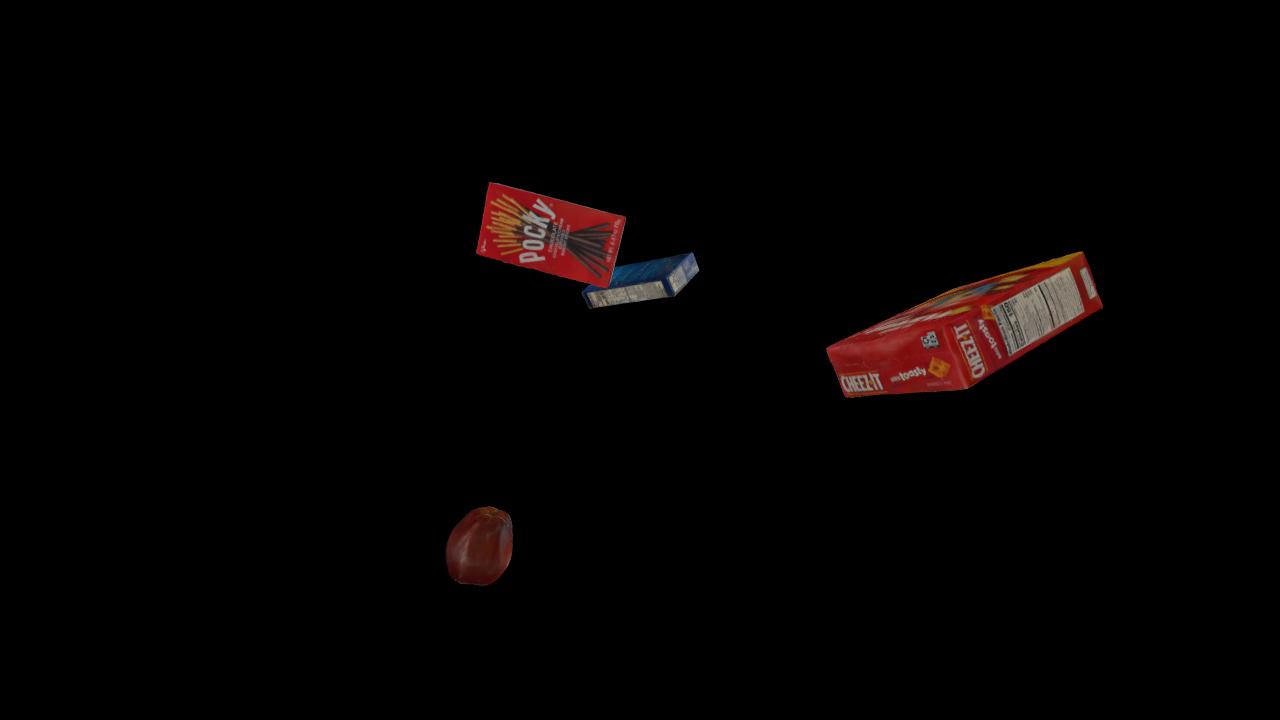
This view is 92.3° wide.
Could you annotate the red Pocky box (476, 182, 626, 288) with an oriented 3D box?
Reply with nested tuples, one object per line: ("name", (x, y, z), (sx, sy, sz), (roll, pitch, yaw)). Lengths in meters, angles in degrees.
("red Pocky box", (-0.100, -0.138, 0.684), (0.155, 0.083, 0.028), (15, 17, 1))

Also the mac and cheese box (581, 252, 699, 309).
("mac and cheese box", (-0.001, -0.133, 1.040), (0.184, 0.041, 0.093), (-4, 33, 39))

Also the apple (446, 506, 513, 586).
("apple", (-0.190, 0.223, 0.736), (0.079, 0.093, 0.079), (18, 7, -2))

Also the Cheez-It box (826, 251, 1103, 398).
("Cheez-It box", (0.341, -0.033, 0.658), (0.223, 0.071, 0.166), (-23, 1, -23))
